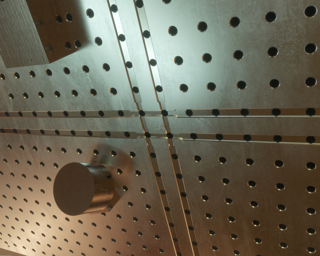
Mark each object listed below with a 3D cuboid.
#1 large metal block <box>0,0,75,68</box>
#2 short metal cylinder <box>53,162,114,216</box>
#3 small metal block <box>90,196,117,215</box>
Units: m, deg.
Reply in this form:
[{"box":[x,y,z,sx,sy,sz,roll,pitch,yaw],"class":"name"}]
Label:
[{"box":[-0.171,-0.127,0.404,0.080,0.050,0.079,1,119,27],"class":"large metal block"},{"box":[-0.120,0.095,0.491,0.080,0.050,0.080,-4,81,25],"class":"short metal cylinder"},{"box":[-0.112,0.122,0.543,0.050,0.025,0.050,-18,109,35],"class":"small metal block"}]
